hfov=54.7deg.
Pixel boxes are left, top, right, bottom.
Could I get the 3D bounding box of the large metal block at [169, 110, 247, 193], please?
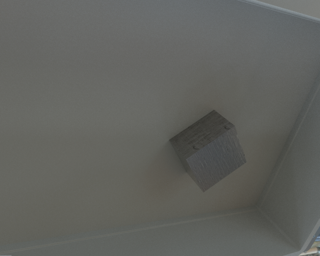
[{"bbox_3d":[0.072,0.034,0.455,0.080,0.050,0.080,-34,129,-6],"label":"large metal block"}]
